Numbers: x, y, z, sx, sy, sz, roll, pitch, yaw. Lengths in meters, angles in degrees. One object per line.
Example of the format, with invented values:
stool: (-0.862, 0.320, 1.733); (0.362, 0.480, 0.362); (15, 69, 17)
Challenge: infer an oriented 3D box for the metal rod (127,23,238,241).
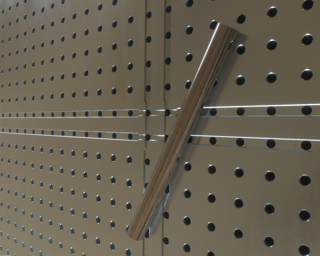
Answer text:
metal rod: (0.021, 0.018, 0.390); (0.025, 0.025, 0.298); (35, 111, 34)
